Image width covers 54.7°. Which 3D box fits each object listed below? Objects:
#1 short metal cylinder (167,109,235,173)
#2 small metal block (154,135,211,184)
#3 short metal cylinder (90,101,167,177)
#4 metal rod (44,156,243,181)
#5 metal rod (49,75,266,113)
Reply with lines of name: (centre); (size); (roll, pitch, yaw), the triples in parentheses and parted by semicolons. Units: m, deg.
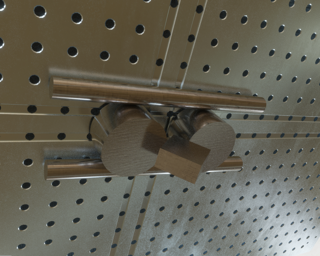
short metal cylinder: (0.057, 0.015, 0.431); (0.081, 0.050, 0.079); (-14, 124, -21)
small metal block: (0.028, 0.036, 0.368); (0.050, 0.050, 0.025); (-40, 149, -64)
short metal cylinder: (-0.039, 0.012, 0.377); (0.081, 0.050, 0.079); (-14, 124, -21)
metal rod: (-0.003, 0.054, 0.439); (0.303, 0.025, 0.025); (2, 118, -30)
metal rod: (0.019, -0.038, 0.394); (0.303, 0.025, 0.025); (2, 118, -29)
